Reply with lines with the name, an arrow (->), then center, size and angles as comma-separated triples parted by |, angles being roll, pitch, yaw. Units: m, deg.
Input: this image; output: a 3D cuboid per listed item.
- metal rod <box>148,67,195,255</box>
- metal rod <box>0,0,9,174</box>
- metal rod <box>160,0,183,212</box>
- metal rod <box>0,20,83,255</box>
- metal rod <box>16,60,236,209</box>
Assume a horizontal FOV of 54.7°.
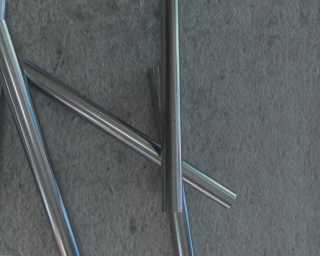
metal rod -> 0.019, 0.068, 0.417 | 0.025, 0.025, 0.298 | -10, 94, -20
metal rod -> -0.187, 0.010, 0.339 | 0.025, 0.025, 0.298 | 3, 89, -20
metal rod -> 0.013, -0.051, 0.382 | 0.025, 0.025, 0.299 | 5, 76, -20
metal rod -> -0.134, 0.034, 0.346 | 0.025, 0.025, 0.298 | -18, 101, -19
metal rod -> -0.032, 0.014, 0.378 | 0.301, 0.025, 0.025 | 33, 79, -10
